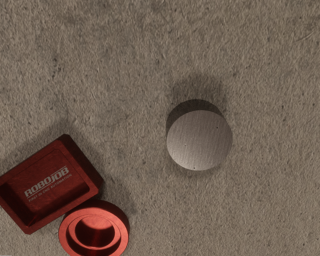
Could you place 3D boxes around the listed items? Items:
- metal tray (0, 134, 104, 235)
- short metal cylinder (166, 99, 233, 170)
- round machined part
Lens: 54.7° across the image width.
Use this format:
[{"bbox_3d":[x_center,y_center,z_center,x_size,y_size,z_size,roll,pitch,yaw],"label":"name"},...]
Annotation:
[{"bbox_3d":[-0.157,0.079,0.428,0.130,0.030,0.090,-32,101,10],"label":"metal tray"},{"bbox_3d":[0.048,0.008,0.400,0.081,0.050,0.079,0,110,-1],"label":"short metal cylinder"},{"bbox_3d":[-0.093,0.145,0.453,0.099,0.042,0.097,0,110,-1],"label":"round machined part"}]
